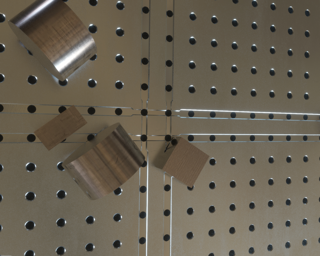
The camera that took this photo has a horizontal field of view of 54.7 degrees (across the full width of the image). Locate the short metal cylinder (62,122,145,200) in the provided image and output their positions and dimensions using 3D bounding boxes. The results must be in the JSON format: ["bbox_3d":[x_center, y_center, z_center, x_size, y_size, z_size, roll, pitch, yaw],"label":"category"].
[{"bbox_3d":[-0.065,0.037,0.360,0.080,0.080,0.050,-39,103,-16],"label":"short metal cylinder"}]

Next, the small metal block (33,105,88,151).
[{"bbox_3d":[-0.115,-0.001,0.357,0.050,0.050,0.025,-38,103,-16],"label":"small metal block"}]

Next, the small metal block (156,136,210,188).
[{"bbox_3d":[0.031,0.046,0.424,0.050,0.025,0.050,34,79,-17],"label":"small metal block"}]

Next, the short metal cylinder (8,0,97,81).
[{"bbox_3d":[-0.116,-0.098,0.340,0.050,0.080,0.080,-45,104,-14],"label":"short metal cylinder"}]
